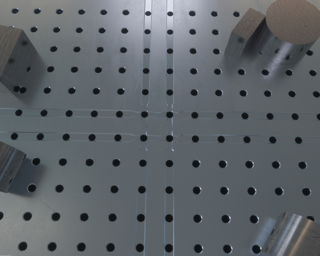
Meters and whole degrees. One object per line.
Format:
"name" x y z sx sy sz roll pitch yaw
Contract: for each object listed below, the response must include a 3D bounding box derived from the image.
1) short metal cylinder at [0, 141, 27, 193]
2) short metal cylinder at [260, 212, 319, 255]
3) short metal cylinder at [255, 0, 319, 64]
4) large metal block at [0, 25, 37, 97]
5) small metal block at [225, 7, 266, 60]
"short metal cylinder" -0.209 0.039 0.366 0.080 0.080 0.050 18 71 6
"short metal cylinder" 0.157 0.136 0.334 0.080 0.080 0.050 33 73 11
"short metal cylinder" 0.187 -0.141 0.451 0.081 0.050 0.080 0 70 0
"large metal block" -0.234 -0.097 0.432 0.080 0.050 0.080 13 70 4
"small metal block" 0.122 -0.135 0.449 0.025 0.050 0.050 34 74 11
